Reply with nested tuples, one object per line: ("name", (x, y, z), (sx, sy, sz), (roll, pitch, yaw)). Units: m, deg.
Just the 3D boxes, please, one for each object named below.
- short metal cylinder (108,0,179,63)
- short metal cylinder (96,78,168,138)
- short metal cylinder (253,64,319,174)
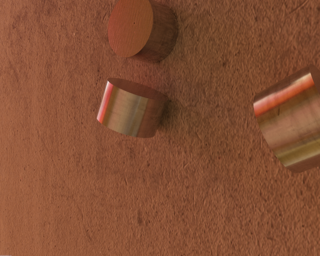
("short metal cylinder", (-0.023, -0.129, 0.408), (0.080, 0.050, 0.080), (0, 90, 40))
("short metal cylinder", (-0.035, -0.027, 0.399), (0.080, 0.081, 0.050), (32, 110, 35))
("short metal cylinder", (0.125, -0.007, 0.266), (0.050, 0.081, 0.080), (-32, 70, 36))
